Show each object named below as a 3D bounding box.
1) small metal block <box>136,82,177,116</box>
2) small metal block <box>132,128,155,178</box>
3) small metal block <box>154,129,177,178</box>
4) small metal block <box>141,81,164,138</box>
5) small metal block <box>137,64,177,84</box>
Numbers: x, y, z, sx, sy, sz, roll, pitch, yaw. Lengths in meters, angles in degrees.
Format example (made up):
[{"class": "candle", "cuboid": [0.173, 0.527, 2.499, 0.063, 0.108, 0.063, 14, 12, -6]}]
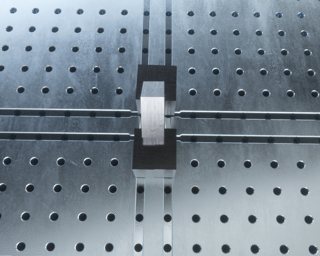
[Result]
[{"class": "small metal block", "cuboid": [-0.005, -0.038, 0.412, 0.050, 0.050, 0.025, 2, 70, 0]}, {"class": "small metal block", "cuboid": [-0.019, 0.032, 0.386, 0.025, 0.050, 0.050, 1, 70, 0]}, {"class": "small metal block", "cuboid": [0.007, 0.032, 0.385, 0.025, 0.050, 0.050, 1, 70, 0]}, {"class": "small metal block", "cuboid": [-0.008, -0.023, 0.363, 0.025, 0.050, 0.050, 0, 28, 1]}, {"class": "small metal block", "cuboid": [-0.004, -0.062, 0.420, 0.050, 0.050, 0.025, 2, 70, 0]}]
